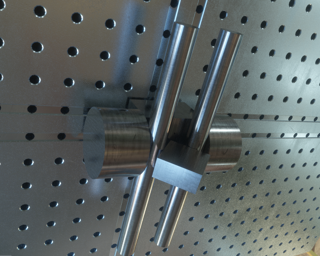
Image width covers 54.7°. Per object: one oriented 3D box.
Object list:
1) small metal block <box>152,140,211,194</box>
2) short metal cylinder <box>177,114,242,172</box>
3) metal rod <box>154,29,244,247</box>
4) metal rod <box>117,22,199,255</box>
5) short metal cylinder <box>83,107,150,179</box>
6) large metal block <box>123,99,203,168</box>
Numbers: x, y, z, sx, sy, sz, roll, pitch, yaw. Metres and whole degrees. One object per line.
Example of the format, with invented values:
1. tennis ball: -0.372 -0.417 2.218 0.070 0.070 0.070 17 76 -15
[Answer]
1. small metal block: 0.025 0.042 0.349 0.050 0.050 0.025 20 115 11
2. short metal cylinder: 0.063 0.020 0.418 0.050 0.080 0.079 1 118 -28
3. metal rod: 0.039 0.031 0.383 0.025 0.025 0.298 1 118 -29
4. metal rod: -0.010 0.032 0.357 0.025 0.025 0.298 1 118 -29
5. short metal cylinder: -0.052 0.017 0.353 0.050 0.080 0.079 1 118 -29
6. large metal block: -0.001 0.012 0.397 0.081 0.050 0.079 1 118 -29
